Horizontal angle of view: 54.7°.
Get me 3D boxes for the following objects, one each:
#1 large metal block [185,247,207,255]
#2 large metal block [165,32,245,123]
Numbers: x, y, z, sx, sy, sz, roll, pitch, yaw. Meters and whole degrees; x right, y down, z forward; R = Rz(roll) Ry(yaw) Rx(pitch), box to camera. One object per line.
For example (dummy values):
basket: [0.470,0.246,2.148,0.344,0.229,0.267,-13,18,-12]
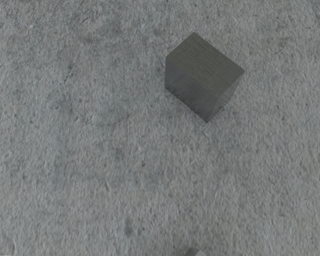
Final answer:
large metal block: [0.030,0.173,0.316,0.050,0.080,0.080,40,75,13]
large metal block: [0.053,-0.062,0.402,0.080,0.080,0.050,42,75,13]
